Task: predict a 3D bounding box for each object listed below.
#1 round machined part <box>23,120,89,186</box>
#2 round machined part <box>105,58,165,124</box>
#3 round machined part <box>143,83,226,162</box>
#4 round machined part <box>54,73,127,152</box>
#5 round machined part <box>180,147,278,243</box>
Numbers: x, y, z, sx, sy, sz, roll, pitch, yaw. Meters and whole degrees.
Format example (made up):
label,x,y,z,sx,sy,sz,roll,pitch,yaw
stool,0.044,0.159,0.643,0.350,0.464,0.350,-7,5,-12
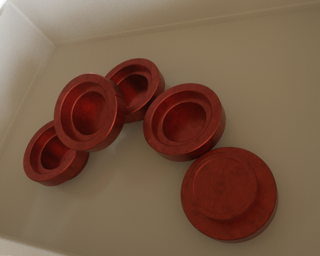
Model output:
label,x,y,z,sx,sy,sz,roll,pitch,yaw
round machined part,-0.142,0.037,0.444,0.098,0.042,0.098,-13,56,20
round machined part,-0.037,-0.048,0.442,0.098,0.042,0.098,-13,56,20
round machined part,0.032,-0.003,0.379,0.098,0.042,0.098,-13,56,20
round machined part,-0.084,-0.017,0.396,0.098,0.042,0.097,-5,79,26
round machined part,0.067,0.064,0.317,0.098,0.042,0.098,-11,60,20
